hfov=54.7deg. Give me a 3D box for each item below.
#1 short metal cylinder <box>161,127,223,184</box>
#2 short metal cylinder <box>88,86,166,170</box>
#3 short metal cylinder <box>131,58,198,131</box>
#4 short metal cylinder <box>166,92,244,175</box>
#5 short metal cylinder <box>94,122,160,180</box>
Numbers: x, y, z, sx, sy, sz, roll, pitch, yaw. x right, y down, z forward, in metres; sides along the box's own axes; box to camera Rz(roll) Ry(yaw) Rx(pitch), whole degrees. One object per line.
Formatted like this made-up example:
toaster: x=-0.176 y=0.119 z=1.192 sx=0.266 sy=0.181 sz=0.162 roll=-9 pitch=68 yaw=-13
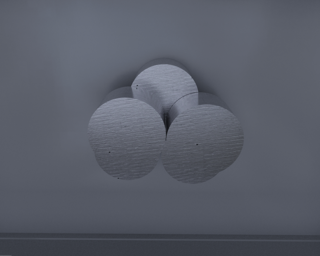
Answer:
short metal cylinder: x=0.042 y=0.025 z=0.406 sx=0.081 sy=0.050 sz=0.079 roll=0 pitch=110 yaw=0
short metal cylinder: x=-0.034 y=-0.001 z=0.342 sx=0.081 sy=0.050 sz=0.079 roll=0 pitch=110 yaw=0
short metal cylinder: x=0.005 y=-0.042 z=0.381 sx=0.081 sy=0.050 sz=0.079 roll=0 pitch=110 yaw=0
short metal cylinder: x=0.047 y=0.005 z=0.344 sx=0.081 sy=0.050 sz=0.079 roll=0 pitch=110 yaw=0
short metal cylinder: x=-0.040 y=0.020 z=0.403 sx=0.081 sy=0.050 sz=0.079 roll=0 pitch=110 yaw=0
